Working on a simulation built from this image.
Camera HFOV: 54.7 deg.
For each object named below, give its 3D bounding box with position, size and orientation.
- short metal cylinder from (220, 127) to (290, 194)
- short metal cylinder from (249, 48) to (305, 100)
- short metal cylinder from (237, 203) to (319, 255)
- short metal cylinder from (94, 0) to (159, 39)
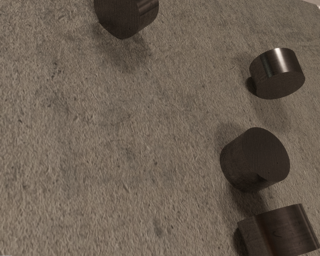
[{"bbox_3d":[0.132,0.046,0.433,0.081,0.050,0.080,14,56,-21],"label":"short metal cylinder"},{"bbox_3d":[0.201,-0.092,0.536,0.081,0.080,0.050,7,59,-25],"label":"short metal cylinder"},{"bbox_3d":[0.139,0.127,0.368,0.081,0.080,0.050,-2,63,-29],"label":"short metal cylinder"},{"bbox_3d":[-0.049,-0.179,0.453,0.080,0.080,0.050,41,51,-1],"label":"short metal cylinder"}]
